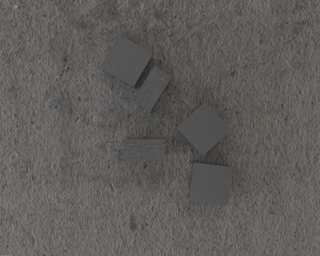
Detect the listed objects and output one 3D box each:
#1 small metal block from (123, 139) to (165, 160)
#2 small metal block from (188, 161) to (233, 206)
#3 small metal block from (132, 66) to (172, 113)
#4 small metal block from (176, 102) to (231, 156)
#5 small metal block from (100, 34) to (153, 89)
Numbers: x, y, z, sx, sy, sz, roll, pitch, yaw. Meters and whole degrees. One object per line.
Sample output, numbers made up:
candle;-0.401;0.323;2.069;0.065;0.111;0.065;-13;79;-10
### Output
small metal block;-0.019;0.026;0.397;0.050;0.050;0.025;-1;90;0
small metal block;0.066;0.072;0.410;0.050;0.025;0.050;7;90;0
small metal block;-0.009;-0.047;0.397;0.025;0.050;0.050;32;90;0
small metal block;0.056;0.001;0.410;0.050;0.025;0.050;-43;90;0
small metal block;-0.043;-0.087;0.409;0.050;0.025;0.050;30;90;0
